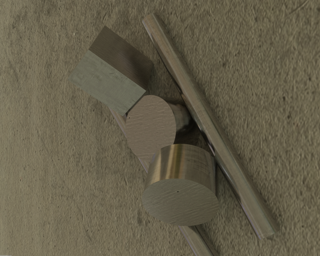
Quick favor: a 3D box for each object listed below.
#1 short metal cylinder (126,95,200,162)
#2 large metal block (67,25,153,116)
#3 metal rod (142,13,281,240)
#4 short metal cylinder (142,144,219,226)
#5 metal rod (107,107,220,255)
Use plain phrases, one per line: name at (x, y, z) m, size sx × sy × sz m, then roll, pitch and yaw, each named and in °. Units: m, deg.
short metal cylinder at (0.003, 0.001, 0.387) m, size 0.080 × 0.050 × 0.080 m, roll 0°, pitch 90°, yaw 40°
large metal block at (-0.060, -0.075, 0.400) m, size 0.050 × 0.080 × 0.080 m, roll -44°, pitch 22°, yaw 31°
metal rod at (0.049, -0.018, 0.365) m, size 0.025 × 0.025 × 0.299 m, roll -39°, pitch 66°, yaw 33°
short metal cylinder at (0.024, 0.064, 0.343) m, size 0.080 × 0.080 × 0.050 m, roll -38°, pitch 24°, yaw 33°
metal rod at (-0.016, 0.041, 0.419) m, size 0.025 × 0.025 × 0.299 m, roll -48°, pitch 62°, yaw 29°
